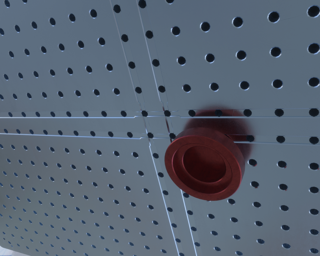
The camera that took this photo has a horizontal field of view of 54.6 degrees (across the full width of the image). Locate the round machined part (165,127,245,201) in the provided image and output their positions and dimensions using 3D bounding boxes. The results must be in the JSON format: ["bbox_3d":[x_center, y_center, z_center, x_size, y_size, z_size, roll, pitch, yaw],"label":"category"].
[{"bbox_3d":[0.059,0.041,0.395,0.098,0.042,0.097,13,124,21],"label":"round machined part"}]
